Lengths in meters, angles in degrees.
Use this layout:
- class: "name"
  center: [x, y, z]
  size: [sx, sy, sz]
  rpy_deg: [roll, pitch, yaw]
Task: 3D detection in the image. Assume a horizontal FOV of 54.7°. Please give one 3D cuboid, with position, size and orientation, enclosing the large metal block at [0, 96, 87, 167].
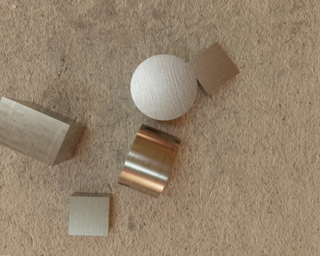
- class: "large metal block"
  center: [-0.146, 0.004, 0.381]
  size: [0.080, 0.080, 0.050]
  rpy_deg: [23, 90, -1]

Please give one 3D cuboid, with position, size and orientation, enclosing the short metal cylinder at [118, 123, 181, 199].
- class: "short metal cylinder"
  center: [-0.013, 0.040, 0.382]
  size: [0.050, 0.080, 0.080]
  rpy_deg: [22, 90, -1]

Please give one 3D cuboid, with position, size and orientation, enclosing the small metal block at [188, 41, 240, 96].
- class: "small metal block"
  center: [0.068, -0.077, 0.411]
  size: [0.050, 0.025, 0.050]
  rpy_deg: [-36, 90, 0]

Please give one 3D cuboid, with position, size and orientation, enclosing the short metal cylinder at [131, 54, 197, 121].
- class: "short metal cylinder"
  center: [0.005, -0.049, 0.398]
  size: [0.081, 0.050, 0.079]
  rpy_deg: [0, 90, -1]

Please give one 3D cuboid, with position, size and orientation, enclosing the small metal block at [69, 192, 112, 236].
- class: "small metal block"
  center: [-0.091, 0.113, 0.409]
  size: [0.050, 0.025, 0.050]
  rpy_deg: [2, 90, -1]
